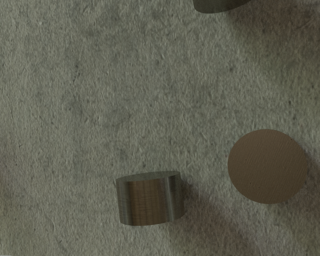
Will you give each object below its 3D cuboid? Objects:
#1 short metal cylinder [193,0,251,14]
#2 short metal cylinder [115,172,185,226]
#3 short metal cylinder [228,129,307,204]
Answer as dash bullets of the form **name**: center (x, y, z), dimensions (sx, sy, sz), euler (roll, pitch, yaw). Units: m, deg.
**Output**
- **short metal cylinder**: center (0.073, -0.174, 0.354), dimensions (0.080, 0.080, 0.050), euler (-14, 86, 19)
- **short metal cylinder**: center (-0.012, 0.084, 0.383), dimensions (0.080, 0.080, 0.050), euler (-7, 88, 19)
- **short metal cylinder**: center (0.121, 0.041, 0.353), dimensions (0.080, 0.050, 0.079), euler (0, 90, 19)
